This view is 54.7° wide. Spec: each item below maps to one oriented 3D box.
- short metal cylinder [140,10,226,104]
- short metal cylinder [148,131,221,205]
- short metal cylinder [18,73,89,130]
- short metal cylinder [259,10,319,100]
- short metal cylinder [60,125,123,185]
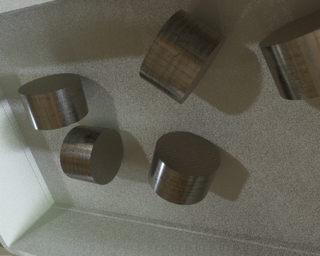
[{"bbox_3d":[0.023,-0.071,0.317,0.050,0.080,0.079,35,129,5],"label":"short metal cylinder"},{"bbox_3d":[0.029,0.048,0.388,0.080,0.080,0.050,24,127,13],"label":"short metal cylinder"},{"bbox_3d":[-0.144,-0.038,0.426,0.080,0.080,0.050,6,121,25],"label":"short metal cylinder"},{"bbox_3d":[0.133,-0.065,0.263,0.080,0.080,0.050,-18,109,35],"label":"short metal cylinder"},{"bbox_3d":[-0.096,0.038,0.447,0.050,0.080,0.079,7,122,25],"label":"short metal cylinder"}]
